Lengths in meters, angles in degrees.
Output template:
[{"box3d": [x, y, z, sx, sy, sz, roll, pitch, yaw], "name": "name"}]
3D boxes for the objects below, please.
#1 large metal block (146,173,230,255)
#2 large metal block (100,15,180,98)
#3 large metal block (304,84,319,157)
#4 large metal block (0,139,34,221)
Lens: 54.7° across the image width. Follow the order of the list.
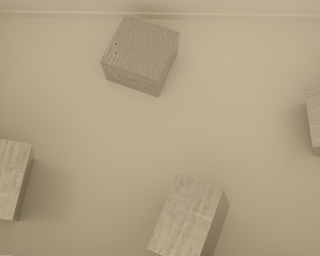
[{"box3d": [0.036, 0.105, 0.336, 0.050, 0.080, 0.080, 16, 70, 24], "name": "large metal block"}, {"box3d": [-0.025, -0.099, 0.432, 0.080, 0.050, 0.080, 20, 71, 7], "name": "large metal block"}, {"box3d": [0.230, -0.013, 0.385, 0.080, 0.050, 0.080, -9, 68, 27], "name": "large metal block"}, {"box3d": [-0.180, 0.061, 0.350, 0.050, 0.080, 0.080, 12, 69, -16], "name": "large metal block"}]
